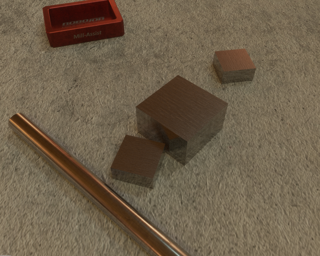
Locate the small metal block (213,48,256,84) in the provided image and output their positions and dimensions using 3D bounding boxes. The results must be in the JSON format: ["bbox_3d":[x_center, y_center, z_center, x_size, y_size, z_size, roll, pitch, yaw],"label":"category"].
[{"bbox_3d":[0.116,-0.098,0.487,0.050,0.025,0.050,-7,50,-6],"label":"small metal block"}]

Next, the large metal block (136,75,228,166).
[{"bbox_3d":[0.027,-0.012,0.398,0.080,0.050,0.080,35,58,25],"label":"large metal block"}]

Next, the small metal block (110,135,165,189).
[{"bbox_3d":[-0.025,0.040,0.370,0.050,0.025,0.050,13,51,10],"label":"small metal block"}]

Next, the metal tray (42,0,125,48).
[{"bbox_3d":[-0.139,-0.194,0.560,0.131,0.030,0.090,-14,51,-12],"label":"metal tray"}]

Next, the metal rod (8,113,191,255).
[{"bbox_3d":[-0.074,0.067,0.345,0.300,0.025,0.025,34,58,24],"label":"metal rod"}]
